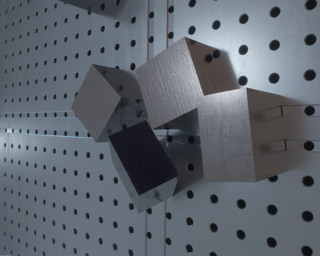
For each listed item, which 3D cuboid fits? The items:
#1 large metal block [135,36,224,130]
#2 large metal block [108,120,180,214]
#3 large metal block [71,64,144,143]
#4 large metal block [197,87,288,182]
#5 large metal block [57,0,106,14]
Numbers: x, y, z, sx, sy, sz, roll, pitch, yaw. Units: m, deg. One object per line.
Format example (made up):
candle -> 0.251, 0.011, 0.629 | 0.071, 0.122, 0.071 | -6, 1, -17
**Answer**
large metal block -> 0.025, -0.049, 0.374 | 0.080, 0.050, 0.080 | -26, 74, 37
large metal block -> -0.022, 0.050, 0.387 | 0.080, 0.050, 0.080 | 58, 162, 24
large metal block -> -0.078, -0.036, 0.459 | 0.080, 0.050, 0.080 | 48, 119, 29
large metal block -> 0.083, 0.008, 0.306 | 0.050, 0.081, 0.080 | -8, 85, 40
large metal block -> -0.134, -0.235, 0.486 | 0.050, 0.081, 0.080 | -48, 62, 30
